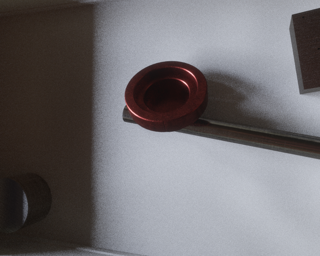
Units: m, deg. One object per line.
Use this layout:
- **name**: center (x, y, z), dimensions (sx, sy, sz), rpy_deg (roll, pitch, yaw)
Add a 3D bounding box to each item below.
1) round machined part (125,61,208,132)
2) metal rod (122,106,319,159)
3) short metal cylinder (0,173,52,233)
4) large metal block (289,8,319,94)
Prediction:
- **round machined part**: center (0.010, -0.034, 0.381), dimensions (0.098, 0.042, 0.098), rpy_deg (-5, 53, 7)
- **metal rod**: center (0.094, 0.006, 0.376), dimensions (0.301, 0.025, 0.025), rpy_deg (11, 94, 19)
- **short metal cylinder**: center (-0.215, 0.112, 0.471), dimensions (0.080, 0.050, 0.079), rpy_deg (0, 90, 19)
- **large metal block**: center (0.189, -0.085, 0.331), dimensions (0.080, 0.050, 0.080), rpy_deg (-9, 87, 19)
